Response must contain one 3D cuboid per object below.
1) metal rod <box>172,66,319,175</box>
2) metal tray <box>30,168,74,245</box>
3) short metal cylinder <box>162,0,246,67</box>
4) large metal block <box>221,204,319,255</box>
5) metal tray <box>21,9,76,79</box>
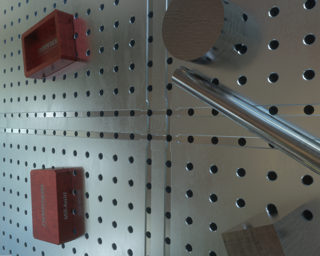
[{"bbox_3d":[0.123,0.010,0.307,0.300,0.025,0.025,38,113,33],"label":"metal rod"},{"bbox_3d":[-0.201,0.141,0.572,0.090,0.030,0.129,-6,86,39],"label":"metal tray"},{"bbox_3d":[0.049,-0.113,0.352,0.080,0.050,0.079,0,90,40],"label":"short metal cylinder"},{"bbox_3d":[0.110,0.122,0.283,0.050,0.081,0.080,-27,73,37],"label":"large metal block"},{"bbox_3d":[-0.211,-0.152,0.580,0.130,0.030,0.090,-13,82,39],"label":"metal tray"}]
